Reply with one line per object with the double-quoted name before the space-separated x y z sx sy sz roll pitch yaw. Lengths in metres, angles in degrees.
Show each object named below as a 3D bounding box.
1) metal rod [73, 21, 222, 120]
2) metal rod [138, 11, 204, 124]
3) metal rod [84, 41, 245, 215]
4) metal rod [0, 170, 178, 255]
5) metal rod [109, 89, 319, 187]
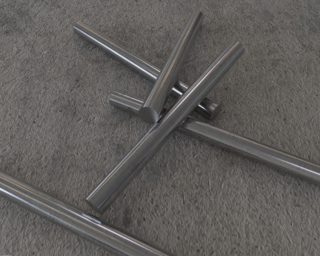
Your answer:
"metal rod" -0.034 -0.100 0.486 0.300 0.025 0.025 36 59 26
"metal rod" 0.028 -0.110 0.469 0.025 0.025 0.301 13 43 10
"metal rod" 0.022 -0.018 0.385 0.025 0.025 0.301 30 60 23
"metal rod" -0.088 0.096 0.321 0.301 0.025 0.025 20 53 16
"metal rod" 0.070 0.009 0.395 0.301 0.025 0.025 21 53 17
